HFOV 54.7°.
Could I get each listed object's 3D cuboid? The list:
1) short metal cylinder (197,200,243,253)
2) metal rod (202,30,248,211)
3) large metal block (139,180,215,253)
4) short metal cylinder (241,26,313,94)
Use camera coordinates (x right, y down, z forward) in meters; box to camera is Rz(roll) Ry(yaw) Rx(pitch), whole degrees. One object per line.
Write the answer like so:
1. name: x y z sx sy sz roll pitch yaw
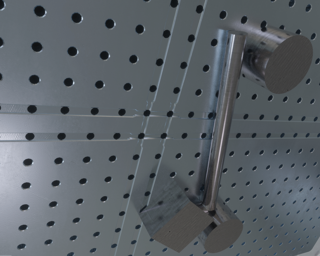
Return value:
1. short metal cylinder: 0.102 0.178 0.562 0.081 0.050 0.079 -14 124 -21
2. metal rod: 0.092 0.008 0.466 0.025 0.025 0.298 -11 123 -23
3. large metal block: 0.027 0.144 0.500 0.080 0.050 0.080 -44 130 2
4. short metal cylinder: 0.159 -0.093 0.424 0.081 0.050 0.079 -14 124 -21
